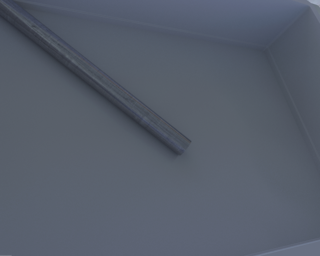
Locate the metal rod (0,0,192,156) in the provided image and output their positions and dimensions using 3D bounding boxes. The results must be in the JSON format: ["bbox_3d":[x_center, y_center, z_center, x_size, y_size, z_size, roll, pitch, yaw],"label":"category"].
[{"bbox_3d":[-0.085,-0.066,0.399,0.300,0.025,0.025,38,51,-3],"label":"metal rod"}]
